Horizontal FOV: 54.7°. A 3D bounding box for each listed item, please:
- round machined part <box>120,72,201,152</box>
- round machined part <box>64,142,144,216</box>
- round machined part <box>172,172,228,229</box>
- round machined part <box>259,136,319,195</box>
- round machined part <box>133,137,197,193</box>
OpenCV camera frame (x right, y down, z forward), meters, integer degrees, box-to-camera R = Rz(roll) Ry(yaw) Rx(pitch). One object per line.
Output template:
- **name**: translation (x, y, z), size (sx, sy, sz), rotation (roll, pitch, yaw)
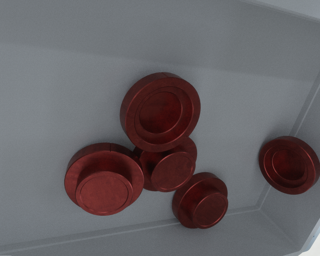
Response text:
- **round machined part**: translation (-0.003, -0.022, 0.382), size (0.099, 0.042, 0.097), rotation (-13, 121, -21)
- **round machined part**: translation (-0.069, 0.070, 0.387), size (0.099, 0.042, 0.097), rotation (-4, 118, -7)
- **round machined part**: translation (0.073, 0.126, 0.510), size (0.099, 0.042, 0.097), rotation (-12, 116, -24)
- **round machined part**: translation (0.223, 0.060, 0.527), size (0.042, 0.098, 0.097), rotation (-19, 128, -38)
- **round machined part**: translation (0.011, 0.052, 0.437), size (0.099, 0.042, 0.097), rotation (-14, 125, -21)
